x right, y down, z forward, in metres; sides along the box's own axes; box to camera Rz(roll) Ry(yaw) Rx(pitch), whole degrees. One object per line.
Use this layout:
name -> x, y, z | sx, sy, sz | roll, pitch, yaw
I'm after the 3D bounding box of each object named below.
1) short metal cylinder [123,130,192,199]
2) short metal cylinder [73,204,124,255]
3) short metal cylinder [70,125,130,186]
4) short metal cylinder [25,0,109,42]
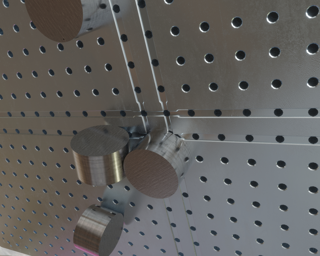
short metal cylinder -> -0.003, 0.050, 0.427 | 0.080, 0.050, 0.079 | 13, 124, 21
short metal cylinder -> -0.106, 0.180, 0.543 | 0.050, 0.080, 0.079 | 15, 125, 20
short metal cylinder -> -0.082, 0.037, 0.442 | 0.080, 0.080, 0.050 | 12, 123, 22
short metal cylinder -> -0.108, -0.146, 0.362 | 0.080, 0.050, 0.079 | 13, 124, 21
